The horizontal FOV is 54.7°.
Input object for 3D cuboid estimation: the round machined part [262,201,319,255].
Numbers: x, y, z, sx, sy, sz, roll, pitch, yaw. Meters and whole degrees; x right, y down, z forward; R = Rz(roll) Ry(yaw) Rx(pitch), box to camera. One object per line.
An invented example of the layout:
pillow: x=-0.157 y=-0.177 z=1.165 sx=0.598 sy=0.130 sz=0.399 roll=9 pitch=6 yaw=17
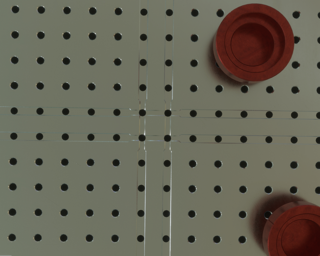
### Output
round machined part: x=0.184 y=0.145 z=0.407 sx=0.099 sy=0.042 sz=0.097 roll=0 pitch=90 yaw=-1

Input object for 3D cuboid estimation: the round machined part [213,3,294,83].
round machined part: x=0.119 y=-0.107 z=0.406 sx=0.099 sy=0.042 sz=0.097 roll=0 pitch=90 yaw=-1
